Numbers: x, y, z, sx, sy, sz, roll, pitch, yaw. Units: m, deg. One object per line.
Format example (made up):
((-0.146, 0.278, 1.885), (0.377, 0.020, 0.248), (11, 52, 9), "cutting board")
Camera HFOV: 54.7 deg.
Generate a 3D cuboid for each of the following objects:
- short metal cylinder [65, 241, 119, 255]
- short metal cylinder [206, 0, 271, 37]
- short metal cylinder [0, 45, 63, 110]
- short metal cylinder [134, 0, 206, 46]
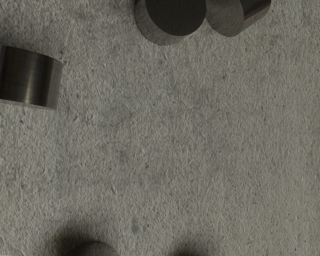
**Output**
((-0.079, 0.183, 0.367), (0.081, 0.050, 0.080), (0, 90, -20), "short metal cylinder")
((0.100, -0.171, 0.416), (0.050, 0.080, 0.080), (-37, 102, -16), "short metal cylinder")
((-0.147, -0.050, 0.325), (0.081, 0.080, 0.050), (9, 87, -20), "short metal cylinder")
((0.012, -0.152, 0.400), (0.081, 0.050, 0.080), (0, 90, -20), "short metal cylinder")
